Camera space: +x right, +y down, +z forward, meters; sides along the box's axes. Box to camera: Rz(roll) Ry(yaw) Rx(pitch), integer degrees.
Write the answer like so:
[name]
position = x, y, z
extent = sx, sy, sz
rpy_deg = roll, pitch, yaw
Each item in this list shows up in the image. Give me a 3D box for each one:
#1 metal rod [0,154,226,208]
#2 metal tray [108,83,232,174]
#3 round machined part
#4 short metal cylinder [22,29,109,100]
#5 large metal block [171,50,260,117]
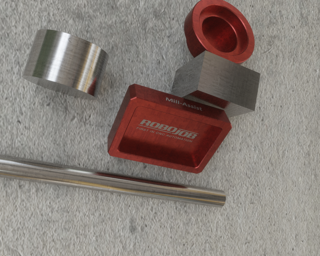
[metal rod]
position = -0.051, 0.070, 0.390
extent = 0.302, 0.025, 0.025
rpy_deg = 13, 86, -20
[metal tray]
position = 0.010, 0.006, 0.384
extent = 0.131, 0.030, 0.089
rpy_deg = 14, 124, -20
[round machined part]
position = 0.075, -0.121, 0.419
extent = 0.099, 0.042, 0.098
rpy_deg = 9, 68, -23
[short metal cylinder]
position = -0.102, -0.067, 0.342
extent = 0.081, 0.080, 0.050
rpy_deg = 17, 85, -20
[large metal block]
position = 0.068, -0.050, 0.403
extent = 0.081, 0.080, 0.050
rpy_deg = 17, 76, -20
